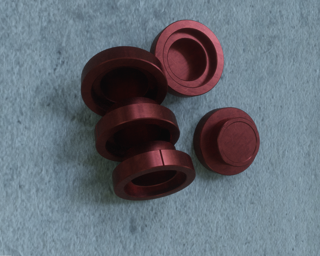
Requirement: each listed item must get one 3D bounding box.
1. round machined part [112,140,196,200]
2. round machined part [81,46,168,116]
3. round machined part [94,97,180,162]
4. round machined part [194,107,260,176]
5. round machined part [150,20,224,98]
[{"bbox_3d":[-0.009,0.050,0.378,0.099,0.097,0.042,-1,56,-21],"label":"round machined part"},{"bbox_3d":[-0.042,-0.057,0.366,0.099,0.097,0.042,6,48,-20],"label":"round machined part"},{"bbox_3d":[-0.029,0.000,0.370,0.099,0.097,0.042,-1,56,-21],"label":"round machined part"},{"bbox_3d":[0.101,0.019,0.439,0.099,0.042,0.097,0,90,-21],"label":"round machined part"},{"bbox_3d":[0.032,-0.089,0.412,0.099,0.042,0.097,0,89,-21],"label":"round machined part"}]
